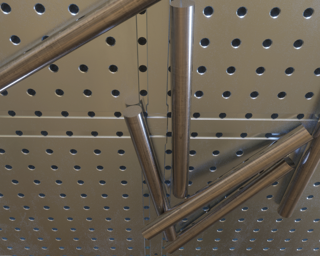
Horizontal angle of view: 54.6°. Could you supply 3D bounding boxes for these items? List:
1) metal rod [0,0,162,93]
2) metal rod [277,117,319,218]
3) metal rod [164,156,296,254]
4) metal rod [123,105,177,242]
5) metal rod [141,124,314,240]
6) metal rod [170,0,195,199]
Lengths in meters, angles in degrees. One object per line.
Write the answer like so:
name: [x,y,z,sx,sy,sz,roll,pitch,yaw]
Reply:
metal rod: [-0.130,-0.080,0.342,0.300,0.025,0.025,-23,126,18]
metal rod: [0.220,0.031,0.439,0.025,0.025,0.298,1,130,-1]
metal rod: [0.104,0.142,0.533,0.025,0.025,0.299,28,125,-22]
metal rod: [-0.007,0.090,0.487,0.025,0.025,0.299,-8,130,7]
metal rod: [0.088,0.090,0.469,0.299,0.025,0.025,-38,121,20]
metal rod: [0.027,-0.010,0.403,0.025,0.025,0.298,-2,130,1]
